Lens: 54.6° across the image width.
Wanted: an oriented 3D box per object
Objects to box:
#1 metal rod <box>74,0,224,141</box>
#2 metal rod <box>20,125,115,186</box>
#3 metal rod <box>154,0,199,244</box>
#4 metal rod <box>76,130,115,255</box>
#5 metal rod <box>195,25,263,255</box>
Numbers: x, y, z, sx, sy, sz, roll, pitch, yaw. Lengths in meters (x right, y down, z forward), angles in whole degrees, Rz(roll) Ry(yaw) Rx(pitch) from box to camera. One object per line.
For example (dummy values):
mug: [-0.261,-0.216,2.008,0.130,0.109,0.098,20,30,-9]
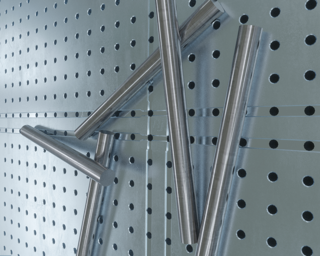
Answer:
metal rod: [-0.033,-0.066,0.438,0.299,0.025,0.025,-38,67,33]
metal rod: [-0.174,0.037,0.533,0.300,0.025,0.025,17,101,45]
metal rod: [0.021,-0.011,0.372,0.025,0.025,0.298,-4,94,40]
metal rod: [-0.113,0.150,0.504,0.025,0.025,0.298,21,103,38]
metal rod: [0.072,0.039,0.350,0.025,0.025,0.298,16,100,39]
